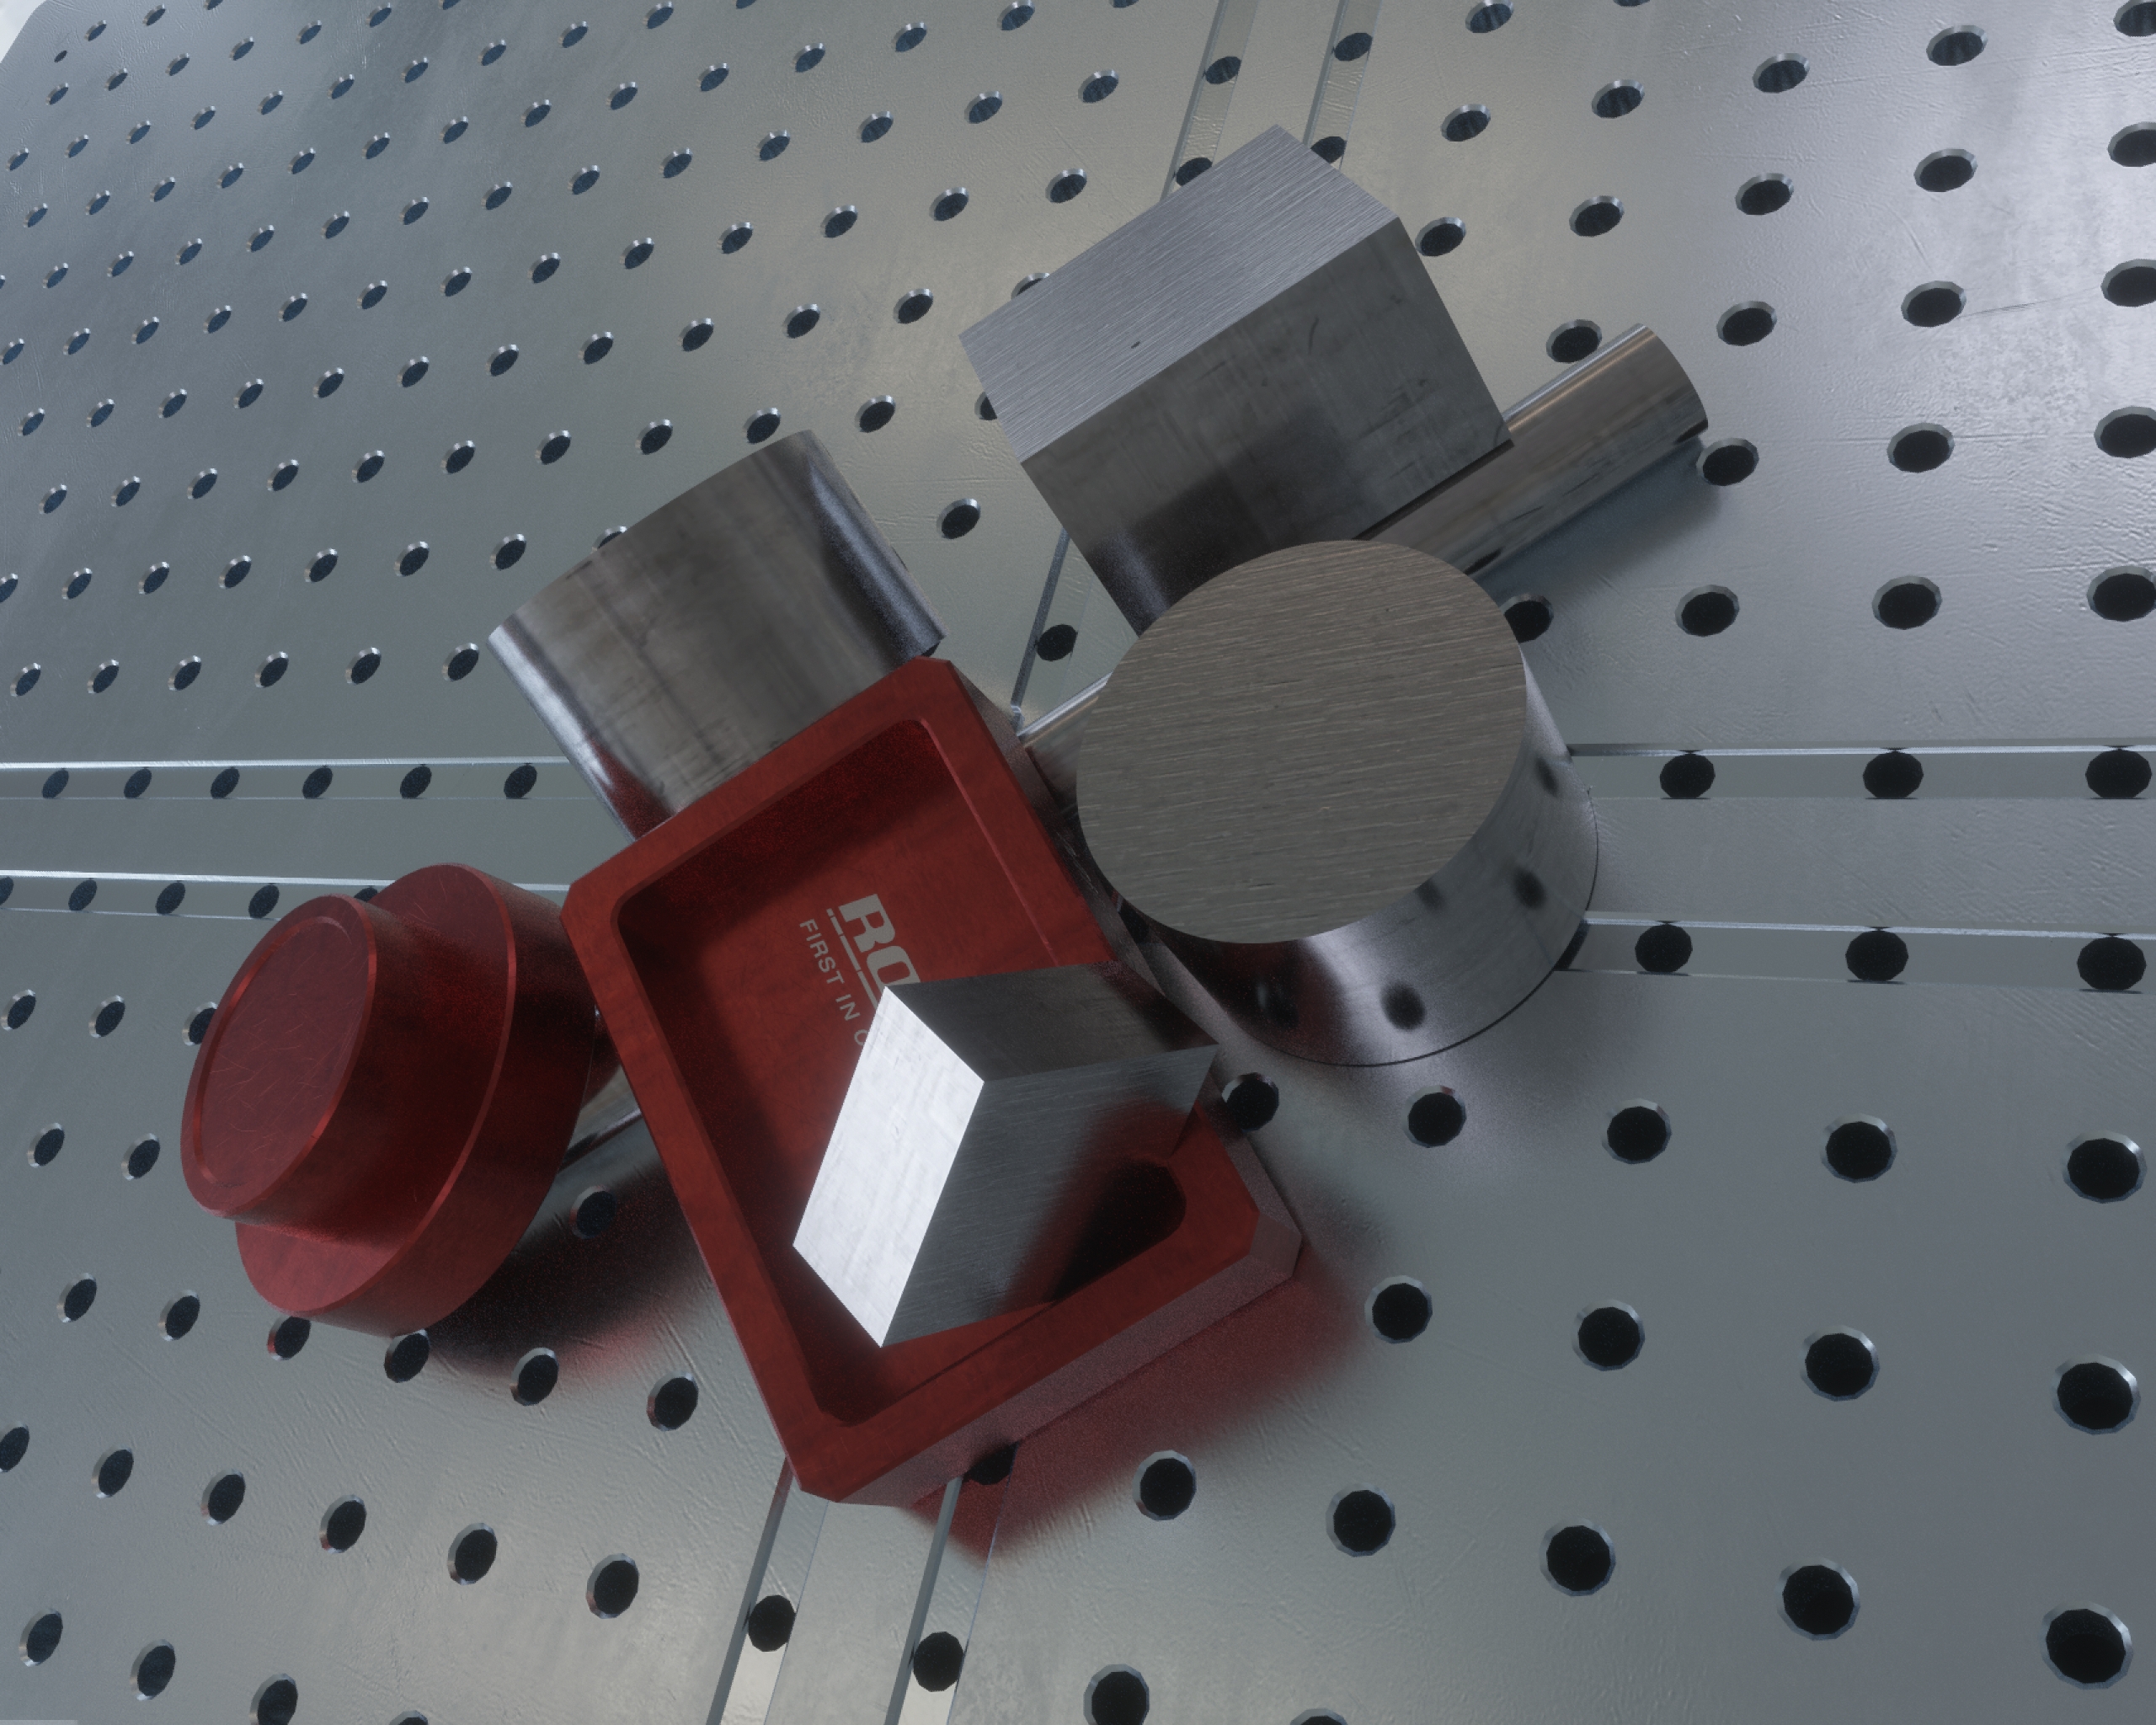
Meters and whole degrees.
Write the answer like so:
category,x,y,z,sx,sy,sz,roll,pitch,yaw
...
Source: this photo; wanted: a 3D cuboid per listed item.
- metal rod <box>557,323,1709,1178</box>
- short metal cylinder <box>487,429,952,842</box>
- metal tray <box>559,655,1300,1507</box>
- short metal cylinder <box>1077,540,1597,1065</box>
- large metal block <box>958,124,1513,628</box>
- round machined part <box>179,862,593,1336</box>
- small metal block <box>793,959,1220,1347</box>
category,x,y,z,sx,sy,sz,roll,pitch,yaw
metal rod,-0.010,-0.013,0.424,0.300,0.025,0.025,-33,52,7
short metal cylinder,-0.074,-0.046,0.433,0.080,0.050,0.080,-33,8,6
metal tray,-0.030,0.038,0.379,0.090,0.030,0.130,-33,64,7
short metal cylinder,0.047,-0.010,0.373,0.080,0.050,0.080,-13,56,21
large metal block,0.028,-0.097,0.422,0.080,0.050,0.080,-32,32,7
round machined part,-0.147,0.045,0.431,0.098,0.042,0.098,-22,54,35
small metal block,-0.011,0.045,0.333,0.025,0.050,0.050,40,120,37
